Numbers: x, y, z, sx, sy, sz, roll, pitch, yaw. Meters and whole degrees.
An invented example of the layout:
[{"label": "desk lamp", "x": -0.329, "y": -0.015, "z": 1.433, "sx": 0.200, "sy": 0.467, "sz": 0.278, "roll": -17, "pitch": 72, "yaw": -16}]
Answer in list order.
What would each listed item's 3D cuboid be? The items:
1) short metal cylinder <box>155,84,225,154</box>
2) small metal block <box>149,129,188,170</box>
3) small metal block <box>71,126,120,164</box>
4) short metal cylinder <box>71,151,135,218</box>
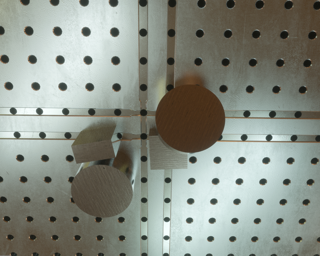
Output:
[{"label": "short metal cylinder", "x": 0.035, "y": -0.008, "z": 0.381, "sx": 0.081, "sy": 0.050, "sz": 0.080, "roll": 0, "pitch": 83, "yaw": -1}, {"label": "small metal block", "x": 0.012, "y": 0.028, "z": 0.424, "sx": 0.050, "sy": 0.025, "sz": 0.050, "roll": -2, "pitch": 110, "yaw": 0}, {"label": "small metal block", "x": -0.082, "y": 0.021, "z": 0.407, "sx": 0.050, "sy": 0.050, "sz": 0.025, "roll": -9, "pitch": 110, "yaw": 3}, {"label": "short metal cylinder", "x": -0.076, "y": 0.075, "z": 0.427, "sx": 0.081, "sy": 0.050, "sz": 0.079, "roll": 0, "pitch": 110, "yaw": 0}]
